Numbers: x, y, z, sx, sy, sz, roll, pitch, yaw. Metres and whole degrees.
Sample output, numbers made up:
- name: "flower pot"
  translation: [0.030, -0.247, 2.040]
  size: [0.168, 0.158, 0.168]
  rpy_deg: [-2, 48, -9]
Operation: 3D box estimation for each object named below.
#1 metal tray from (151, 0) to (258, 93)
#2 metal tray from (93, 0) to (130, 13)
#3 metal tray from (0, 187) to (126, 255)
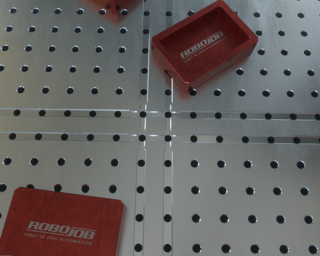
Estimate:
- name: "metal tray"
  translation: [0.064, -0.122, 0.454]
  size: [0.131, 0.030, 0.090]
  rpy_deg: [-33, 74, -12]
- name: "metal tray"
  translation: [-0.094, -0.255, 0.501]
  size: [0.130, 0.030, 0.090]
  rpy_deg: [37, 74, 12]
- name: "metal tray"
  translation: [-0.112, 0.123, 0.363]
  size: [0.131, 0.030, 0.090]
  rpy_deg: [7, 70, 2]
